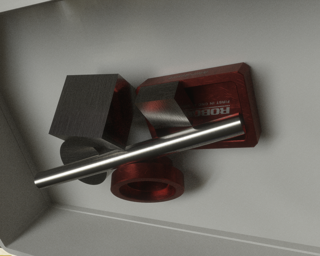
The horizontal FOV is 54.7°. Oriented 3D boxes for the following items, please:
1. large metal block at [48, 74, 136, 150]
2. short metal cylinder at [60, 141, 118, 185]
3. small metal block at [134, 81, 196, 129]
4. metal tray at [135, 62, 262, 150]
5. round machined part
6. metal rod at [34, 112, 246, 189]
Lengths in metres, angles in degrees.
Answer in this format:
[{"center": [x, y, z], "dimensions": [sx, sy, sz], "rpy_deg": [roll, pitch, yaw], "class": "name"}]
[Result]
[{"center": [-0.081, -0.020, 0.390], "dimensions": [0.080, 0.080, 0.050], "rpy_deg": [4, 162, 27], "class": "large metal block"}, {"center": [-0.100, 0.038, 0.464], "dimensions": [0.080, 0.050, 0.079], "rpy_deg": [13, 124, 20], "class": "short metal cylinder"}, {"center": [0.007, -0.025, 0.358], "dimensions": [0.050, 0.025, 0.050], "rpy_deg": [-5, 143, 30], "class": "small metal block"}, {"center": [0.044, -0.020, 0.366], "dimensions": [0.130, 0.030, 0.090], "rpy_deg": [-5, 116, 30], "class": "metal tray"}, {"center": [-0.016, 0.067, 0.423], "dimensions": [0.099, 0.042, 0.098], "rpy_deg": [0, 149, 0], "class": "round machined part"}, {"center": [-0.042, 0.036, 0.396], "dimensions": [0.300, 0.025, 0.025], "rpy_deg": [-17, 110, 23], "class": "metal rod"}]
